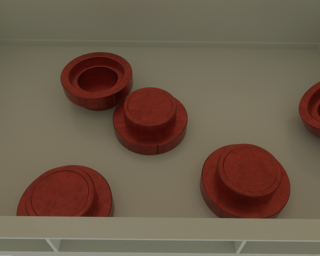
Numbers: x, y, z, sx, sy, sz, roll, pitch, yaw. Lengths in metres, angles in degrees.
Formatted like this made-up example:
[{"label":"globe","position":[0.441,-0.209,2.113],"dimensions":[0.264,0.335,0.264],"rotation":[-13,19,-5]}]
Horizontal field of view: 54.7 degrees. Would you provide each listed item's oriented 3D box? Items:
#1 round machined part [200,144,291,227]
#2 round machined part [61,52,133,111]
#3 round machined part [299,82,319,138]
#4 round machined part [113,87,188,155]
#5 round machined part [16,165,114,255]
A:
[{"label":"round machined part","position":[0.096,0.056,0.348],"dimensions":[0.099,0.042,0.098],"rotation":[0,50,0]},{"label":"round machined part","position":[-0.088,-0.063,0.446],"dimensions":[0.099,0.042,0.098],"rotation":[0,50,0]},{"label":"round machined part","position":[0.235,-0.021,0.396],"dimensions":[0.098,0.042,0.098],"rotation":[-25,37,21]},{"label":"round machined part","position":[-0.013,-0.016,0.407],"dimensions":[0.099,0.042,0.098],"rotation":[0,50,0]},{"label":"round machined part","position":[-0.100,0.079,0.326],"dimensions":[0.099,0.042,0.098],"rotation":[0,50,0]}]
